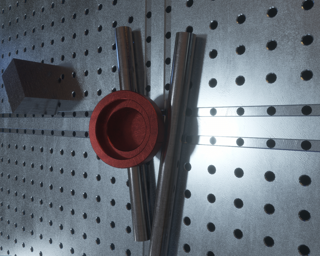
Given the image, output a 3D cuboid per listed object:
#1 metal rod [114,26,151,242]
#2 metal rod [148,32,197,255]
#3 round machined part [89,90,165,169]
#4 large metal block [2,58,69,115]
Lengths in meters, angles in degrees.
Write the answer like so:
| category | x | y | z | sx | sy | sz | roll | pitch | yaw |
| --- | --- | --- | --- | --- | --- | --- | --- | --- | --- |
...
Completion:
| category | x | y | z | sx | sy | sz | roll | pitch | yaw |
| --- | --- | --- | --- | --- | --- | --- | --- | --- | --- |
| metal rod | -0.038 | 0.005 | 0.438 | 0.025 | 0.025 | 0.298 | -10 | 84 | 39 |
| metal rod | 0.014 | 0.032 | 0.395 | 0.025 | 0.025 | 0.298 | 12 | 97 | 39 |
| round machined part | -0.039 | 0.002 | 0.402 | 0.098 | 0.042 | 0.097 | -1 | 87 | 22 |
| large metal block | -0.223 | -0.071 | 0.554 | 0.050 | 0.081 | 0.080 | -38 | 67 | 33 |
